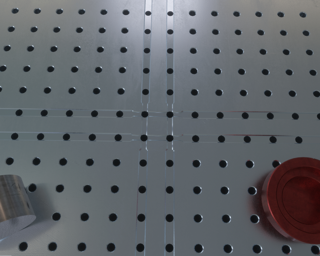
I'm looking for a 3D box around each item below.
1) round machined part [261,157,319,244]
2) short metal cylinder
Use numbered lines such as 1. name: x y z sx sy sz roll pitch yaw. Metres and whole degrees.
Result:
1. round machined part: 0.171 0.087 0.372 0.099 0.042 0.098 0 70 0
2. short metal cylinder: -0.189 0.094 0.347 0.080 0.080 0.050 -26 72 -9
